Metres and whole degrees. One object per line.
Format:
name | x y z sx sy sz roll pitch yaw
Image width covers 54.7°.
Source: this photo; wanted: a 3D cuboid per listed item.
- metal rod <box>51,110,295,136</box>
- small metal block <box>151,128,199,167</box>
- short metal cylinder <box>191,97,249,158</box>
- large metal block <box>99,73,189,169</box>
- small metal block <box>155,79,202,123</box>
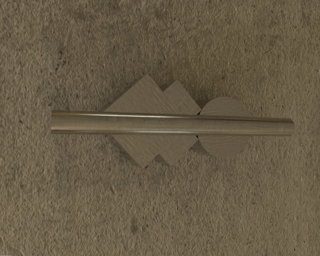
metal rod | 0.031 -0.004 0.367 0.302 0.025 0.025 1 90 -20
small metal block | 0.015 0.022 0.404 0.050 0.050 0.025 -44 104 -15
short metal cylinder | 0.075 -0.001 0.424 0.081 0.050 0.080 0 90 -20
large metal block | -0.026 -0.008 0.386 0.080 0.050 0.080 -44 104 -15
small metal block | 0.019 -0.033 0.405 0.025 0.050 0.050 -44 105 -14
